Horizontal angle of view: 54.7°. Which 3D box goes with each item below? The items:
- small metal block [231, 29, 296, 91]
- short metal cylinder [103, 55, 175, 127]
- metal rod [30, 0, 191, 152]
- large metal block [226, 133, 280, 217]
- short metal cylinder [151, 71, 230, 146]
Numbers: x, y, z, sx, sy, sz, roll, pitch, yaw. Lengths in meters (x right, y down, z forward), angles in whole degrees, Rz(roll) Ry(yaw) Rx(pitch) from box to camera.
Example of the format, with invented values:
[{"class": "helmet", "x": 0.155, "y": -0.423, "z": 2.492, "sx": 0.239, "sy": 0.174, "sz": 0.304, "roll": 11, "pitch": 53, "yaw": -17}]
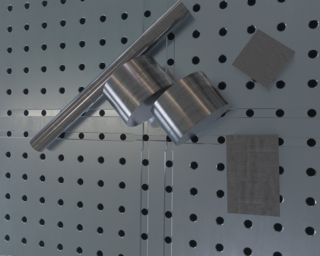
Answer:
[{"class": "small metal block", "x": 0.123, "y": -0.080, "z": 0.369, "sx": 0.050, "sy": 0.025, "sz": 0.050, "roll": 39, "pitch": 102, "yaw": 15}, {"class": "short metal cylinder", "x": -0.024, "y": -0.046, "z": 0.392, "sx": 0.080, "sy": 0.080, "sz": 0.050, "roll": -42, "pitch": 77, "yaw": 15}, {"class": "metal rod", "x": -0.079, "y": -0.065, "z": 0.440, "sx": 0.300, "sy": 0.025, "sz": 0.025, "roll": -40, "pitch": 78, "yaw": 15}, {"class": "large metal block", "x": 0.106, "y": 0.046, "z": 0.346, "sx": 0.050, "sy": 0.080, "sz": 0.079, "roll": -1, "pitch": 90, "yaw": 20}, {"class": "short metal cylinder", "x": 0.036, "y": -0.022, "z": 0.371, "sx": 0.080, "sy": 0.080, "sz": 0.050, "roll": -40, "pitch": 78, "yaw": 15}]
